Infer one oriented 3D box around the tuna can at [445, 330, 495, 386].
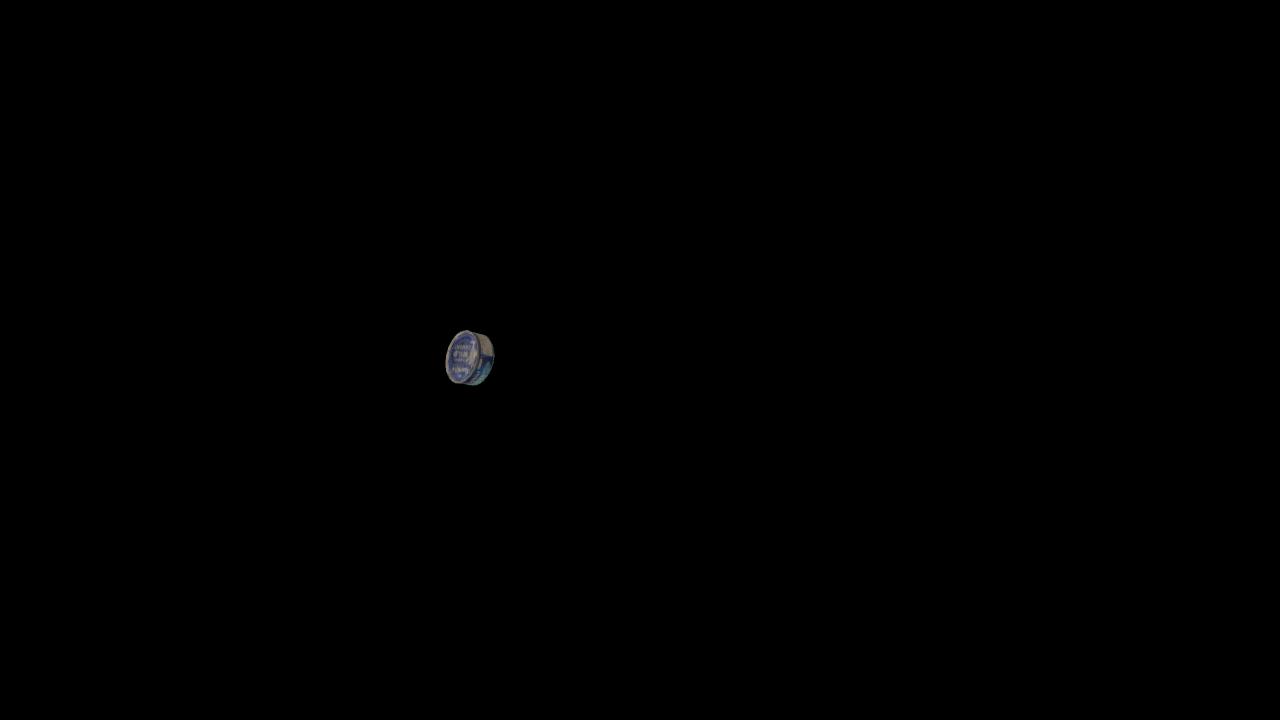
[{"bbox_3d":[-0.265,-0.002,0.960,0.084,0.084,0.034,0,-11,40],"label":"tuna can"}]
